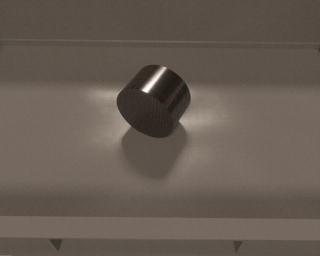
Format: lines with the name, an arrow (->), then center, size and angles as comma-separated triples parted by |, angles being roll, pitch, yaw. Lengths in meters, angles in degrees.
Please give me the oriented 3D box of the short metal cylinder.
short metal cylinder -> -0.008, -0.034, 0.397 | 0.080, 0.080, 0.050 | 22, 54, 17
